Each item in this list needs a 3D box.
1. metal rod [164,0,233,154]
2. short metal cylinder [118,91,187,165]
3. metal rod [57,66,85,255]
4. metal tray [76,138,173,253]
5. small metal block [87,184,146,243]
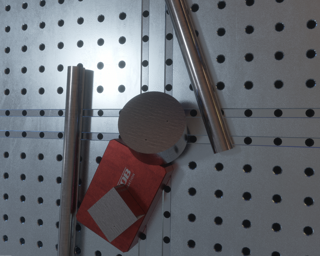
[{"bbox_3d":[0.035,-0.113,0.399,0.025,0.025,0.299,-19,84,19],"label":"metal rod"},{"bbox_3d":[-0.007,0.001,0.385,0.080,0.050,0.080,-3,67,6],"label":"short metal cylinder"},{"bbox_3d":[-0.132,0.060,0.457,0.025,0.025,0.298,4,91,19],"label":"metal rod"},{"bbox_3d":[-0.050,0.090,0.427,0.090,0.030,0.129,28,99,17],"label":"metal tray"},{"bbox_3d":[-0.056,0.109,0.399,0.050,0.025,0.050,-43,77,14],"label":"small metal block"}]
